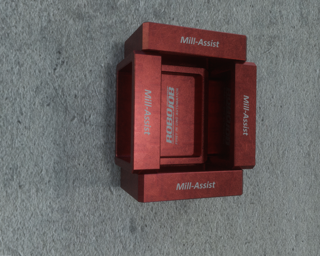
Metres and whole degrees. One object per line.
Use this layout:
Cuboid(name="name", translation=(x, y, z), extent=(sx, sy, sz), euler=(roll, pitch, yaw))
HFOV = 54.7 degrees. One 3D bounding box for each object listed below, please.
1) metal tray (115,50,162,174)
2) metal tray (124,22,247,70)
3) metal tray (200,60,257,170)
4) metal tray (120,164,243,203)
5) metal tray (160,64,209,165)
Cuboid(name="metal tray", translation=(-0.028, -0.017, 0.365), extent=(0.030, 0.090, 0.129), euler=(1, 90, -20))
Cuboid(name="metal tray", translation=(0.029, -0.096, 0.387), extent=(0.131, 0.090, 0.030), euler=(1, 90, -20))
Cuboid(name="metal tray", translation=(0.086, -0.015, 0.408), extent=(0.030, 0.090, 0.129), euler=(1, 90, -20))
Cuboid(name="metal tray", translation=(0.024, 0.064, 0.385), extent=(0.131, 0.090, 0.030), euler=(1, 90, -20))
Cuboid(name="metal tray", translation=(0.018, -0.017, 0.415), extent=(0.091, 0.030, 0.129), euler=(1, 90, -21))
